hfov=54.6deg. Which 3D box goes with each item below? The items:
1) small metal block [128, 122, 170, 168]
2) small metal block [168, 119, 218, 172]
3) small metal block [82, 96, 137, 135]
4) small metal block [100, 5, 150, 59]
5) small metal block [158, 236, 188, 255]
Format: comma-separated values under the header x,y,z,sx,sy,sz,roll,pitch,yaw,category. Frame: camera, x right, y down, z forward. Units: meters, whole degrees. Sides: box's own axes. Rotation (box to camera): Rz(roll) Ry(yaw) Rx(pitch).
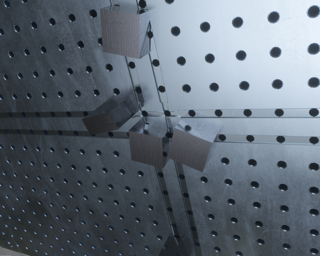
x,y,z,sx,sy,sz,roll,pitch,yaw,category
-0.014,0.024,0.434,0.050,0.025,0.050,12,124,22,small metal block
0.042,0.023,0.404,0.050,0.025,0.050,22,127,15,small metal block
-0.068,-0.017,0.421,0.050,0.050,0.025,-11,113,33,small metal block
-0.040,-0.113,0.363,0.050,0.025,0.050,15,125,19,small metal block
0.022,0.220,0.520,0.025,0.050,0.050,-4,117,30,small metal block
